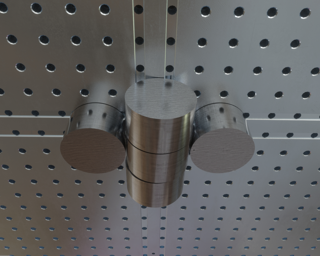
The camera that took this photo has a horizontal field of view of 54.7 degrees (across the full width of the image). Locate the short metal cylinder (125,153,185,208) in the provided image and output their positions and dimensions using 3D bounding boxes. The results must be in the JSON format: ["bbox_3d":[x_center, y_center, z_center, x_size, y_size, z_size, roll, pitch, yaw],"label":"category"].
[{"bbox_3d":[-0.006,0.062,0.427,0.081,0.080,0.050,1,130,-1],"label":"short metal cylinder"}]

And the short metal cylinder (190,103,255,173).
[{"bbox_3d":[0.078,0.014,0.408,0.081,0.050,0.079,0,130,0],"label":"short metal cylinder"}]

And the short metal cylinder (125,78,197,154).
[{"bbox_3d":[0.000,-0.016,0.361,0.081,0.080,0.050,2,130,-2],"label":"short metal cylinder"}]

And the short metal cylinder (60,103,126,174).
[{"bbox_3d":[-0.084,0.014,0.405,0.081,0.050,0.079,0,130,0],"label":"short metal cylinder"}]

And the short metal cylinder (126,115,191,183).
[{"bbox_3d":[-0.002,0.023,0.394,0.081,0.080,0.050,2,130,-2],"label":"short metal cylinder"}]
